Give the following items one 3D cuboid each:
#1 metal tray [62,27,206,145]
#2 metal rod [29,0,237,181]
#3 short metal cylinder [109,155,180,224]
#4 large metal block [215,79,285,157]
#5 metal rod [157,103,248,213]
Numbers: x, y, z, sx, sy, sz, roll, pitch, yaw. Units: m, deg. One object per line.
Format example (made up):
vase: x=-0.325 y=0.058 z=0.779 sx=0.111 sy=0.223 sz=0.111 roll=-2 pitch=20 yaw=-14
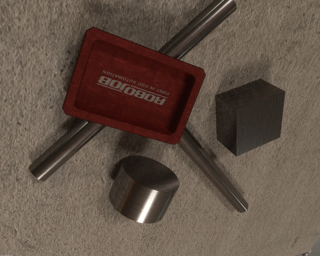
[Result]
metal tray: x=-0.027 y=-0.042 z=0.333 sx=0.131 sy=0.030 sz=0.089 roll=17 pitch=101 yaw=-19
metal rod: x=-0.031 y=-0.047 z=0.361 sx=0.300 sy=0.025 sz=0.025 roll=-42 pitch=130 yaw=0
short metal cylinder: x=-0.021 y=0.079 z=0.410 sx=0.081 sy=0.080 sz=0.050 roll=12 pitch=112 yaw=-34
large metal block: x=0.130 y=-0.016 z=0.454 sx=0.081 sy=0.050 sz=0.079 roll=-21 pitch=127 yaw=-16
metal rod: x=0.078 y=0.063 z=0.490 sx=0.025 sy=0.025 sz=0.300 roll=-42 pitch=130 yaw=0
